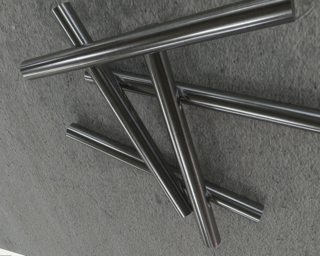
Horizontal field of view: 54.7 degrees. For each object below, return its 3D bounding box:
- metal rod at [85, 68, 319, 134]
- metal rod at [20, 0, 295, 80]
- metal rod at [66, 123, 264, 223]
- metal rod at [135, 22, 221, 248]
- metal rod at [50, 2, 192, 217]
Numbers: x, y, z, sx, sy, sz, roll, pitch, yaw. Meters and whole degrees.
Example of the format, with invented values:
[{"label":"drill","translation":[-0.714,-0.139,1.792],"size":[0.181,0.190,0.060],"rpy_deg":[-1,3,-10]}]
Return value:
[{"label":"metal rod","translation":[0.045,-0.037,0.360],"size":[0.301,0.025,0.025],"rpy_deg":[14,124,20]},{"label":"metal rod","translation":[-0.031,-0.081,0.305],"size":[0.300,0.025,0.025],"rpy_deg":[-5,116,30]},{"label":"metal rod","translation":[-0.003,0.058,0.444],"size":[0.301,0.025,0.025],"rpy_deg":[22,127,14]},{"label":"metal rod","translation":[0.029,0.027,0.373],"size":[0.025,0.025,0.298],"rpy_deg":[-4,116,30]},{"label":"metal rod","translation":[-0.038,-0.011,0.386],"size":[0.025,0.025,0.299],"rpy_deg":[-20,108,36]}]
